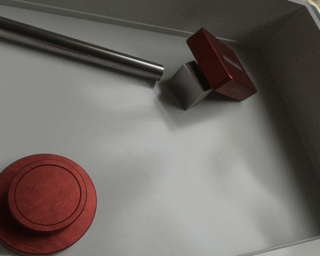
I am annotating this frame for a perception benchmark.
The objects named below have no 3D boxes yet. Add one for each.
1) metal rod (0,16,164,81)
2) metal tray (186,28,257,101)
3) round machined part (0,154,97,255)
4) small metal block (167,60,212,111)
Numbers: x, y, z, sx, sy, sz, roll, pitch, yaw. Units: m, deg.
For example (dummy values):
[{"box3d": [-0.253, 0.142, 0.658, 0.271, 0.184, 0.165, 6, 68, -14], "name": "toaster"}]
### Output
[{"box3d": [-0.137, -0.110, 0.399, 0.302, 0.025, 0.025, 12, 57, -22], "name": "metal rod"}, {"box3d": [0.100, -0.094, 0.480, 0.131, 0.030, 0.090, 5, 56, -57], "name": "metal tray"}, {"box3d": [-0.109, 0.069, 0.295, 0.099, 0.042, 0.098, 14, 56, -21], "name": "round machined part"}, {"box3d": [0.044, -0.062, 0.453, 0.025, 0.050, 0.050, -26, 76, -37], "name": "small metal block"}]
